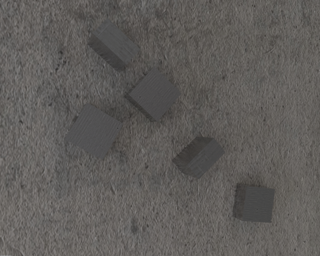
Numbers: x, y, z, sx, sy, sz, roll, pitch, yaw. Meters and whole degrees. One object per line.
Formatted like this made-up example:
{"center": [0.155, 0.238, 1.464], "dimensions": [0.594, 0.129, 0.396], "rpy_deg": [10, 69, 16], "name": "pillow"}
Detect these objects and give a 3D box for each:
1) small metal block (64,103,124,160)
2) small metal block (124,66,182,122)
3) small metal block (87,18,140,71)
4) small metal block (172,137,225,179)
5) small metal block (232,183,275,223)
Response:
{"center": [-0.081, 0.004, 0.379], "dimensions": [0.050, 0.025, 0.050], "rpy_deg": [32, 80, -17], "name": "small metal block"}
{"center": [-0.009, -0.043, 0.405], "dimensions": [0.050, 0.025, 0.050], "rpy_deg": [44, 76, -15], "name": "small metal block"}
{"center": [-0.057, -0.098, 0.374], "dimensions": [0.050, 0.050, 0.025], "rpy_deg": [42, 77, -15], "name": "small metal block"}
{"center": [0.050, 0.038, 0.414], "dimensions": [0.050, 0.050, 0.025], "rpy_deg": [-43, 104, -15], "name": "small metal block"}
{"center": [0.139, 0.111, 0.461], "dimensions": [0.050, 0.025, 0.050], "rpy_deg": [10, 87, -20], "name": "small metal block"}
